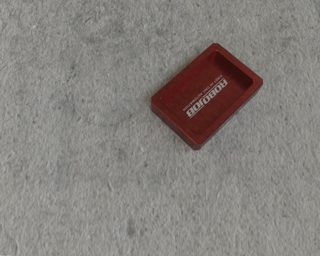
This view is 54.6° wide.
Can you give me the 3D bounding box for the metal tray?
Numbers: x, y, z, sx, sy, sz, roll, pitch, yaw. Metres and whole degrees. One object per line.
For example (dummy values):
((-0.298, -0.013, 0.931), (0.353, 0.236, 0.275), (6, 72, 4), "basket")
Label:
((0.063, -0.045, 0.422), (0.130, 0.030, 0.090), (-43, 76, -14), "metal tray")
